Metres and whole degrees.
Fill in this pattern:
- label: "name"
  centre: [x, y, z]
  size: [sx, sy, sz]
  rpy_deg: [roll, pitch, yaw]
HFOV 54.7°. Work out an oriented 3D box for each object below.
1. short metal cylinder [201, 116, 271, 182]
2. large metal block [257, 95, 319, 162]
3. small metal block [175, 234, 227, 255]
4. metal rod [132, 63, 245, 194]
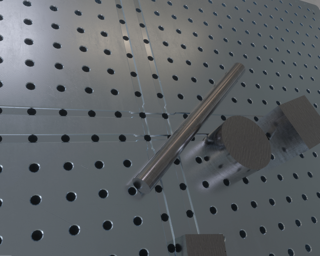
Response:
- label: "short metal cylinder"
  centre: [0.106, 0.030, 0.431]
  size: [0.081, 0.050, 0.080]
  rpy_deg: [14, 56, -21]
- label: "large metal block"
  centre: [0.224, 0.000, 0.513]
  size: [0.081, 0.050, 0.080]
  rpy_deg: [-19, 72, -35]
- label: "small metal block"
  centre: [0.047, 0.146, 0.344]
  size: [0.050, 0.025, 0.050]
  rpy_deg: [8, 58, -24]
- label: "metal rod"
  centre: [0.058, -0.019, 0.451]
  size: [0.025, 0.025, 0.301]
  rpy_deg: [43, 51, 1]
